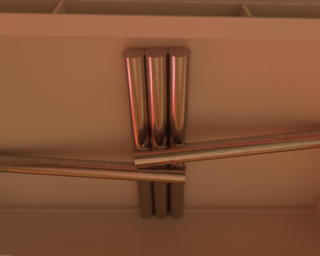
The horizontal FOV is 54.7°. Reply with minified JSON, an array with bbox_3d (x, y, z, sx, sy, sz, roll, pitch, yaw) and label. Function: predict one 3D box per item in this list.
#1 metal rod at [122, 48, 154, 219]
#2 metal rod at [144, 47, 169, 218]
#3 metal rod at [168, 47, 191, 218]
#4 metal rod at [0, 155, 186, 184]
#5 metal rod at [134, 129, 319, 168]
[{"bbox_3d":[-0.026,0.031,0.434,0.025,0.025,0.298,-1,130,0],"label":"metal rod"},{"bbox_3d":[-0.001,0.031,0.434,0.025,0.025,0.298,-1,130,0],"label":"metal rod"},{"bbox_3d":[0.025,0.030,0.434,0.025,0.025,0.298,-1,130,0],"label":"metal rod"},{"bbox_3d":[-0.116,0.056,0.432,0.302,0.025,0.025,3,130,5],"label":"metal rod"},{"bbox_3d":[0.117,0.024,0.407,0.302,0.025,0.025,-6,130,-4],"label":"metal rod"}]
